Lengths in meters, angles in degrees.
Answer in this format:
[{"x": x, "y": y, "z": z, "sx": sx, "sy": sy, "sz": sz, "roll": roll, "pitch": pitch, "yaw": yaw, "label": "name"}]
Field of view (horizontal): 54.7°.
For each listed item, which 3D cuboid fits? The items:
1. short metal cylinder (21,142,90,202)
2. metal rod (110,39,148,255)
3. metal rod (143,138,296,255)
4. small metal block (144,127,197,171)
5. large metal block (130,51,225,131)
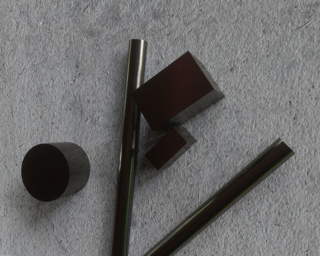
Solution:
[{"x": -0.149, "y": 0.061, "z": 0.447, "sx": 0.080, "sy": 0.050, "sz": 0.079, "roll": 0, "pitch": 90, "yaw": 19, "label": "short metal cylinder"}, {"x": -0.043, "y": 0.031, "z": 0.423, "sx": 0.025, "sy": 0.025, "sz": 0.298, "roll": 6, "pitch": 92, "yaw": 19, "label": "metal rod"}, {"x": 0.044, "y": 0.122, "z": 0.392, "sx": 0.299, "sy": 0.025, "sz": 0.025, "roll": -45, "pitch": 77, "yaw": 14, "label": "metal rod"}, {"x": 0.015, "y": 0.025, "z": 0.390, "sx": 0.050, "sy": 0.050, "sz": 0.025, "roll": -45, "pitch": 76, "yaw": 14, "label": "small metal block"}, {"x": 0.025, "y": -0.039, "z": 0.370, "sx": 0.080, "sy": 0.080, "sz": 0.050, "roll": -34, "pitch": 79, "yaw": 16, "label": "large metal block"}]
